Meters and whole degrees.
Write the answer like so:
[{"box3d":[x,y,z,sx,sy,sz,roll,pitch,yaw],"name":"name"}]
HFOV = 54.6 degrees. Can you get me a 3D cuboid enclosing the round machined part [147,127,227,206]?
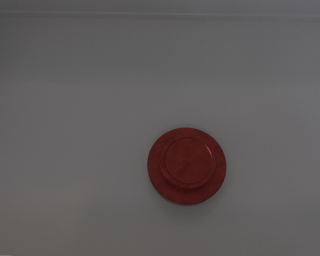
[{"box3d":[0.034,0.045,0.384,0.099,0.042,0.098,0,70,0],"name":"round machined part"}]
